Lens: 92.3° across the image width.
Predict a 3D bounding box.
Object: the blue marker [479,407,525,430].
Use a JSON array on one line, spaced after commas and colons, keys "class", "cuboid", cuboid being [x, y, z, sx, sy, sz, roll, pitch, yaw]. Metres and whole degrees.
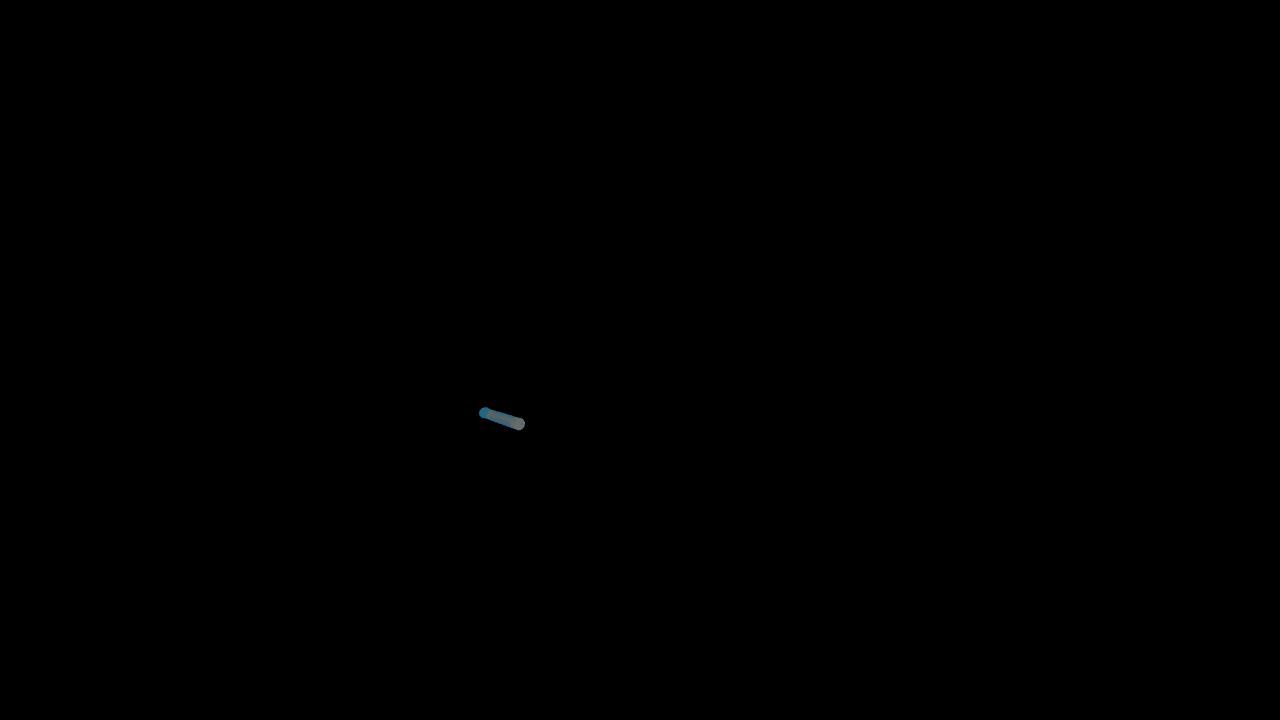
[{"class": "blue marker", "cuboid": [-0.224, 0.093, 0.986, 0.020, 0.020, 0.121, 0, 6, -42]}]
